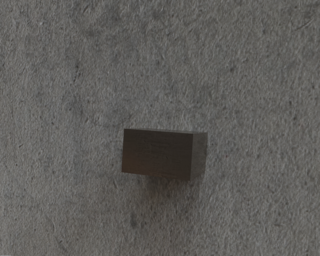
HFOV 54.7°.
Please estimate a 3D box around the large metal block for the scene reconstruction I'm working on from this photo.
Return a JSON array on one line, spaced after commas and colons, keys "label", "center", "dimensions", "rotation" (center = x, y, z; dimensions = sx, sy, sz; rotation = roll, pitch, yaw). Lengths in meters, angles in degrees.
[{"label": "large metal block", "center": [0.009, 0.028, 0.376], "dimensions": [0.080, 0.080, 0.050], "rotation": [4, 92, 19]}]
